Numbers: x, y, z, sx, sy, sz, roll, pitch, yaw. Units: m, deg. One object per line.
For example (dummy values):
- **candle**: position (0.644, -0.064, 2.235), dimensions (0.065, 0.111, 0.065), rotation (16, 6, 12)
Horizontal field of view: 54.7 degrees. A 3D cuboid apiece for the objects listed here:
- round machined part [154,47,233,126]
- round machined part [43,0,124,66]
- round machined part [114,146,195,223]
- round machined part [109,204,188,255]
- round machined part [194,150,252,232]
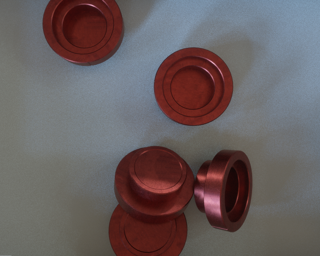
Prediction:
- **round machined part**: position (0.041, -0.051, 0.403), dimensions (0.099, 0.042, 0.097), rotation (0, 90, -1)
- **round machined part**: position (-0.095, -0.129, 0.402), dimensions (0.099, 0.042, 0.097), rotation (0, 90, -1)
- **round machined part**: position (-0.005, 0.060, 0.376), dimensions (0.099, 0.042, 0.098), rotation (7, 47, -7)
- **round machined part**: position (-0.015, 0.126, 0.386), dimensions (0.099, 0.042, 0.098), rotation (1, 67, -1)
- **round machined part**: position (0.077, 0.075, 0.386), dimensions (0.042, 0.099, 0.097), rotation (2, 90, 36)
